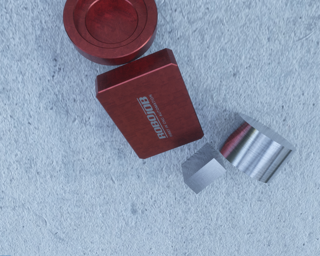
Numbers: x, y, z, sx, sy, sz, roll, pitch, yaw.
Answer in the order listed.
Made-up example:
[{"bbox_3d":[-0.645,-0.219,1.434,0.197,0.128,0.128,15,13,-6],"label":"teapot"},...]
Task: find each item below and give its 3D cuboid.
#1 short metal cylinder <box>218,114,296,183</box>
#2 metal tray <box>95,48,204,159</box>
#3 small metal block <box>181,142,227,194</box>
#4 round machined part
[{"bbox_3d":[0.121,0.024,0.391,0.080,0.080,0.050,28,108,-10],"label":"short metal cylinder"},{"bbox_3d":[-0.007,-0.022,0.369,0.090,0.030,0.130,-21,137,7],"label":"metal tray"},{"bbox_3d":[0.057,0.053,0.417,0.050,0.050,0.025,-42,105,13],"label":"small metal block"},{"bbox_3d":[-0.052,-0.114,0.343,0.099,0.042,0.098,0,79,-2],"label":"round machined part"}]
